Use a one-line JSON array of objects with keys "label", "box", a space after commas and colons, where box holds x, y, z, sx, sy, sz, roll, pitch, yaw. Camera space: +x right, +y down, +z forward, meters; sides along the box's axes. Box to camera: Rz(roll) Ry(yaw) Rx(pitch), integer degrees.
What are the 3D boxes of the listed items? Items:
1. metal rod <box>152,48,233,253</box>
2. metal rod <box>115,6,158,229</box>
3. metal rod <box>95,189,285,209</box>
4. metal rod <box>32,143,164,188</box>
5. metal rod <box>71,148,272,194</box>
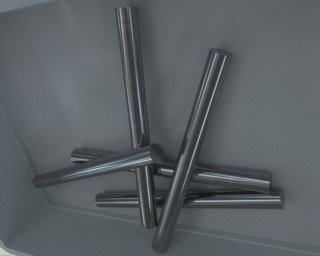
[{"label": "metal rod", "box": [0.032, 0.048, 0.393, 0.025, 0.025, 0.298, 22, 119, 14]}, {"label": "metal rod", "box": [-0.026, 0.004, 0.399, 0.025, 0.025, 0.298, 6, 115, 24]}, {"label": "metal rod", "box": [0.024, 0.106, 0.458, 0.300, 0.025, 0.025, -8, 114, 31]}, {"label": "metal rod", "box": [-0.113, 0.065, 0.472, 0.299, 0.025, 0.025, -17, 110, 40]}, {"label": "metal rod", "box": [-0.001, 0.056, 0.441, 0.301, 0.025, 0.025, 5, 121, 25]}]
